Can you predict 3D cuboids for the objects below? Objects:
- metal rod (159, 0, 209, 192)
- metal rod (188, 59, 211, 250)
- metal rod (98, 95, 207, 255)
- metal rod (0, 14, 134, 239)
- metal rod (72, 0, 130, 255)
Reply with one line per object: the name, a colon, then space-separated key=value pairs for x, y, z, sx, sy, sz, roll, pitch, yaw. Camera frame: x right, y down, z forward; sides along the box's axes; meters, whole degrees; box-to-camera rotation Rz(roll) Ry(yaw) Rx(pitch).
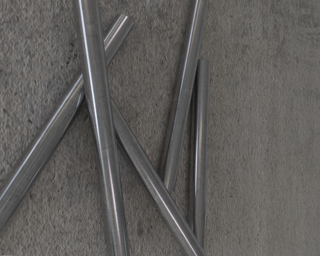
metal rod: x=0.035 y=-0.063 z=0.433 sx=0.025 sy=0.025 sz=0.299 roll=18 pitch=79 yaw=-39
metal rod: x=0.056 y=0.051 z=0.451 sx=0.025 sy=0.025 sz=0.298 roll=4 pitch=88 yaw=-40
metal rod: x=0.001 y=0.089 z=0.388 sx=0.025 sy=0.025 sz=0.299 roll=-40 pitch=109 yaw=-33
metal rod: x=-0.106 y=-0.001 z=0.315 sx=0.025 sy=0.025 sz=0.300 roll=41 pitch=65 yaw=-33
metal rod: x=-0.059 y=0.020 z=0.331 sx=0.025 sy=0.025 sz=0.298 roll=-16 pitch=108 yaw=-39
